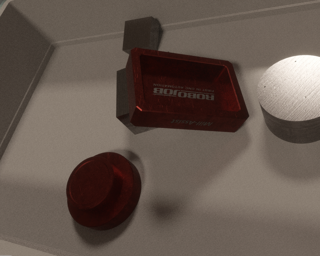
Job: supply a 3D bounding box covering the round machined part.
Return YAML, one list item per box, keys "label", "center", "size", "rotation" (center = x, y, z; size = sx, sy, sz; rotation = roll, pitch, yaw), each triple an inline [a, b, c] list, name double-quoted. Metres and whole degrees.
- label: "round machined part"
  center: [-0.077, 0.074, 0.388]
  size: [0.098, 0.042, 0.098]
  rotation: [-13, 56, 20]

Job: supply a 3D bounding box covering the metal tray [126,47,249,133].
- label: "metal tray"
  center: [0.030, -0.043, 0.360]
  size: [0.131, 0.030, 0.090]
  rotation: [4, 56, -18]

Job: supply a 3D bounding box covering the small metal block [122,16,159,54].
- label: "small metal block"
  center: [-0.031, -0.148, 0.501]
  size: [0.050, 0.025, 0.050]
  rotation: [1, 82, 28]

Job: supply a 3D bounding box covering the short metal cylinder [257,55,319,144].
- label: "short metal cylinder"
  center: [0.149, -0.030, 0.330]
  size: [0.080, 0.050, 0.080]
  rotation: [-13, 56, 20]

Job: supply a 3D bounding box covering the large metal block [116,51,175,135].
- label: "large metal block"
  center: [-0.012, -0.046, 0.423]
  size: [0.080, 0.050, 0.080]
  rotation: [-17, 55, 18]
